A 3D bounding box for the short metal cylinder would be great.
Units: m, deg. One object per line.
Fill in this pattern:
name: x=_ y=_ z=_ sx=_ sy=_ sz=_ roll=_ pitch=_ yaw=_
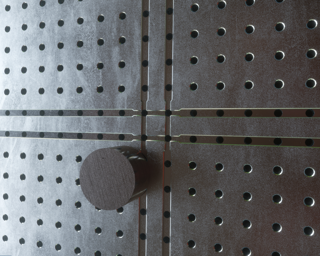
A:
short metal cylinder: x=-0.060 y=0.065 z=0.419 sx=0.080 sy=0.050 sz=0.079 roll=0 pitch=90 yaw=19
